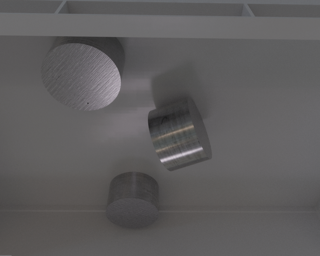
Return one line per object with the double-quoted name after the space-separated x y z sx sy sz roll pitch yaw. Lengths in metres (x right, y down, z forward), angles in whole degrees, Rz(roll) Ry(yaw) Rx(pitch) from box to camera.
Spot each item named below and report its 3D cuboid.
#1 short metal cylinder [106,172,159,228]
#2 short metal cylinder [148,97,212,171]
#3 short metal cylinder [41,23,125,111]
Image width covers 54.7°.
-0.042 0.115 0.490 0.081 0.050 0.079 0 130 0 "short metal cylinder"
0.026 0.007 0.379 0.050 0.080 0.080 -20 128 16 "short metal cylinder"
-0.080 -0.066 0.336 0.081 0.050 0.079 0 130 0 "short metal cylinder"
